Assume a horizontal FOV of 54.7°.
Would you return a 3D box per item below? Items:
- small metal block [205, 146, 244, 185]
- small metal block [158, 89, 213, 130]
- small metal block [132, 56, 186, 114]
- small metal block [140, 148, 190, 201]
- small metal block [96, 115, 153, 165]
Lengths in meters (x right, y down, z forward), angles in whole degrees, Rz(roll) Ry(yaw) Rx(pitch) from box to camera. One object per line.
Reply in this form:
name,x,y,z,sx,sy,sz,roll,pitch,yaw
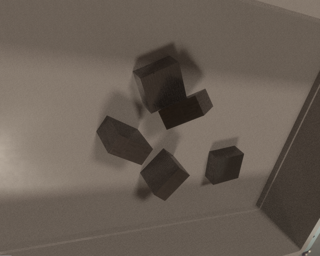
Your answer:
small metal block,0.105,0.061,0.506,0.050,0.025,0.050,-10,123,-24
small metal block,0.033,-0.024,0.383,0.050,0.050,0.025,-22,97,26
small metal block,0.000,-0.053,0.378,0.050,0.025,0.050,-26,128,-13
small metal block,0.006,0.065,0.438,0.050,0.050,0.025,-47,130,4
small metal block,-0.044,0.015,0.379,0.050,0.050,0.025,26,104,-38
